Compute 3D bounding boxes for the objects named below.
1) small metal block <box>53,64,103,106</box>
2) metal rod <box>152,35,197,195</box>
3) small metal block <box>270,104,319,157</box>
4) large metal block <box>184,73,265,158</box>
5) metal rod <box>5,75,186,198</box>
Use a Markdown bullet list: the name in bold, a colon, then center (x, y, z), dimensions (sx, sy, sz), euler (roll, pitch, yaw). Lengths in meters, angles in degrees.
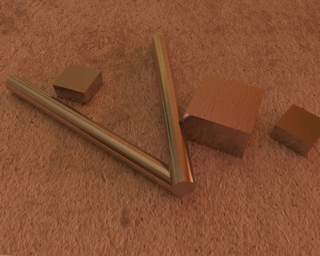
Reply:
- **small metal block**: center (-0.119, -0.065, 0.456), dimensions (0.050, 0.025, 0.050), euler (16, 52, 12)
- **metal rod**: center (0.012, -0.043, 0.421), dimensions (0.025, 0.025, 0.300), euler (-4, 45, -4)
- **small metal block**: center (0.181, 0.002, 0.404), dimensions (0.050, 0.025, 0.050), euler (34, 58, 25)
- **large metal block**: center (0.082, -0.018, 0.403), dimensions (0.080, 0.050, 0.080), euler (19, 52, 14)
- **metal rod**: center (-0.093, 0.000, 0.401), dimensions (0.300, 0.025, 0.025), euler (29, 56, 21)
